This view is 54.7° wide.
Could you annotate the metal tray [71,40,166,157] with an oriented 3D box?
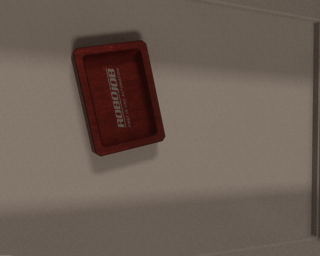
[{"bbox_3d":[-0.051,-0.038,0.389,0.091,0.030,0.129,-13,95,-20],"label":"metal tray"}]
